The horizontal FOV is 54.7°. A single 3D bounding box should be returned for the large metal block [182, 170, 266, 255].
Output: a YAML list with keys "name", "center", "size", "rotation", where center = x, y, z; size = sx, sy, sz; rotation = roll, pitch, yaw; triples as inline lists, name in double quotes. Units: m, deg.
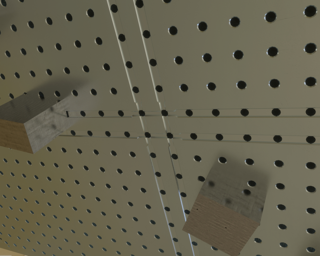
- name: "large metal block"
  center: [0.086, 0.117, 0.421]
  size: [0.080, 0.050, 0.079]
  rotation: [25, 127, 12]

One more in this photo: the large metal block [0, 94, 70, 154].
- name: "large metal block"
  center: [-0.201, -0.010, 0.473]
  size: [0.080, 0.080, 0.050]
  rotation: [10, 123, 22]
